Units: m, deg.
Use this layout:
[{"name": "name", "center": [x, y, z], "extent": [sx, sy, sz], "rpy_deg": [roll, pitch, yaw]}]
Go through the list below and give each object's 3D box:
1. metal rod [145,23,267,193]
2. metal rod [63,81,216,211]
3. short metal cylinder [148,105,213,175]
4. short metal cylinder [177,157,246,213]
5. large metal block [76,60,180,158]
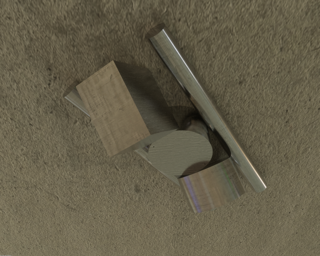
[{"name": "metal rod", "center": [0.075, -0.005, 0.404], "extent": [0.025, 0.025, 0.300], "rpy_deg": [-26, 126, 20]}, {"name": "metal rod", "center": [-0.010, 0.040, 0.442], "extent": [0.025, 0.025, 0.300], "rpy_deg": [-33, 123, 25]}, {"name": "short metal cylinder", "center": [0.026, 0.017, 0.407], "extent": [0.081, 0.050, 0.079], "rpy_deg": [0, 130, 0]}, {"name": "short metal cylinder", "center": [0.071, 0.078, 0.432], "extent": [0.080, 0.080, 0.050], "rpy_deg": [-25, 84, 19]}, {"name": "large metal block", "center": [-0.031, -0.021, 0.334], "extent": [0.050, 0.080, 0.080], "rpy_deg": [-30, 83, 22]}]
